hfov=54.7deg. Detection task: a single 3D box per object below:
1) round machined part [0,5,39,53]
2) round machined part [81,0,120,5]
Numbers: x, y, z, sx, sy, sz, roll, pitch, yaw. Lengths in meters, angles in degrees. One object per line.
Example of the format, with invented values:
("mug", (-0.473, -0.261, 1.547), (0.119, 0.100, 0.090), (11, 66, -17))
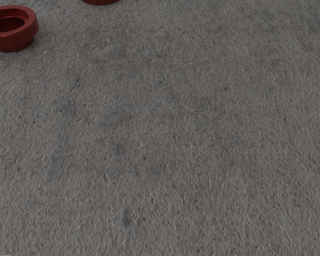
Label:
("round machined part", (-0.257, -0.166, 0.530), (0.099, 0.042, 0.098), (0, 50, 0))
("round machined part", (-0.123, -0.298, 0.642), (0.099, 0.042, 0.098), (0, 50, 0))
